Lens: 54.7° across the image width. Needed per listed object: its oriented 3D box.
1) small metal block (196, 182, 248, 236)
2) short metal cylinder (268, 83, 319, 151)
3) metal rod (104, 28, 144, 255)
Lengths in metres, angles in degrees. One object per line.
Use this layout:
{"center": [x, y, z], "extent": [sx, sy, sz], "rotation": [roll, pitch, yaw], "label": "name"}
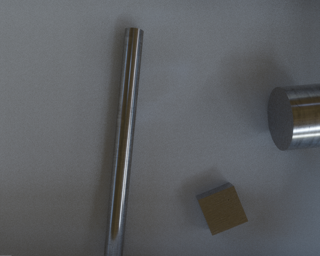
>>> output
{"center": [0.082, 0.107, 0.413], "extent": [0.050, 0.025, 0.050], "rotation": [-22, 90, -1], "label": "small metal block"}
{"center": [0.174, -0.014, 0.386], "extent": [0.050, 0.080, 0.079], "rotation": [-5, 90, 0], "label": "short metal cylinder"}
{"center": [-0.048, 0.019, 0.410], "extent": [0.025, 0.025, 0.298], "rotation": [5, 90, -1], "label": "metal rod"}
